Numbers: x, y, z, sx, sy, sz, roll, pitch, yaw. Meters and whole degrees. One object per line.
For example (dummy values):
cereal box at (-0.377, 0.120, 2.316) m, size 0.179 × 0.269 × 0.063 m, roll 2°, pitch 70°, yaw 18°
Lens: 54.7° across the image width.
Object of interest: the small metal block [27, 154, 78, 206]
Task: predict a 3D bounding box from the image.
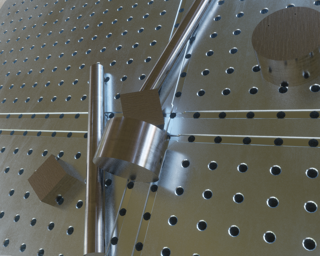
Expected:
small metal block at (-0.154, 0.074, 0.444) m, size 0.050 × 0.025 × 0.050 m, roll -48°, pitch 51°, yaw -6°

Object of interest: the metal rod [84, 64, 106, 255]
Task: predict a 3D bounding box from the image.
metal rod at (-0.091, 0.023, 0.441) m, size 0.025 × 0.025 × 0.299 m, roll -19°, pitch 54°, yaw 17°

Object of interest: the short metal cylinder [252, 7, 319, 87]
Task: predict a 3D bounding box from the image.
short metal cylinder at (0.155, -0.096, 0.370) m, size 0.080 × 0.050 × 0.080 m, roll -13°, pitch 56°, yaw 21°

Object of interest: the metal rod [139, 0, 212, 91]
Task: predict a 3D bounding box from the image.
metal rod at (0.010, -0.100, 0.464) m, size 0.025 × 0.025 × 0.300 m, roll 19°, pitch 71°, yaw 35°

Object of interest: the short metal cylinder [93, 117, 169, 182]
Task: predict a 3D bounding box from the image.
short metal cylinder at (-0.034, 0.028, 0.374) m, size 0.080 × 0.080 × 0.050 m, roll 2°, pitch 63°, yaw 29°

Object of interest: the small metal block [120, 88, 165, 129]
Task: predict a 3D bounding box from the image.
small metal block at (-0.024, -0.021, 0.413) m, size 0.050 × 0.025 × 0.050 m, roll -10°, pitch 75°, yaw -6°
